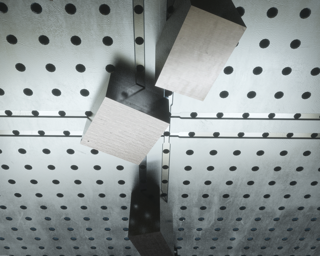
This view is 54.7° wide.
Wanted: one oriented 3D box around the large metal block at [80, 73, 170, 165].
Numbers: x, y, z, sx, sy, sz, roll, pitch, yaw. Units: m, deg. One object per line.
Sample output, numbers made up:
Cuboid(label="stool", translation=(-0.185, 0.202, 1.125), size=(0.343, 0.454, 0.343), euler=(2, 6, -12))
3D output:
Cuboid(label="large metal block", translation=(-0.043, -0.009, 0.387), size=(0.080, 0.050, 0.080), euler=(23, 126, -19))

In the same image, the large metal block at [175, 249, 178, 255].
Cuboid(label="large metal block", translation=(-0.004, 0.298, 0.629), size=(0.050, 0.080, 0.079), euler=(20, 127, -17))

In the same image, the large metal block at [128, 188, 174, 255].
Cuboid(label="large metal block", translation=(-0.012, 0.160, 0.511), size=(0.050, 0.080, 0.080), euler=(-13, 129, 10))

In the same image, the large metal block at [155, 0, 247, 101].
Cuboid(label="large metal block", translation=(0.033, -0.087, 0.302), size=(0.050, 0.080, 0.079), euler=(17, 128, -14))
